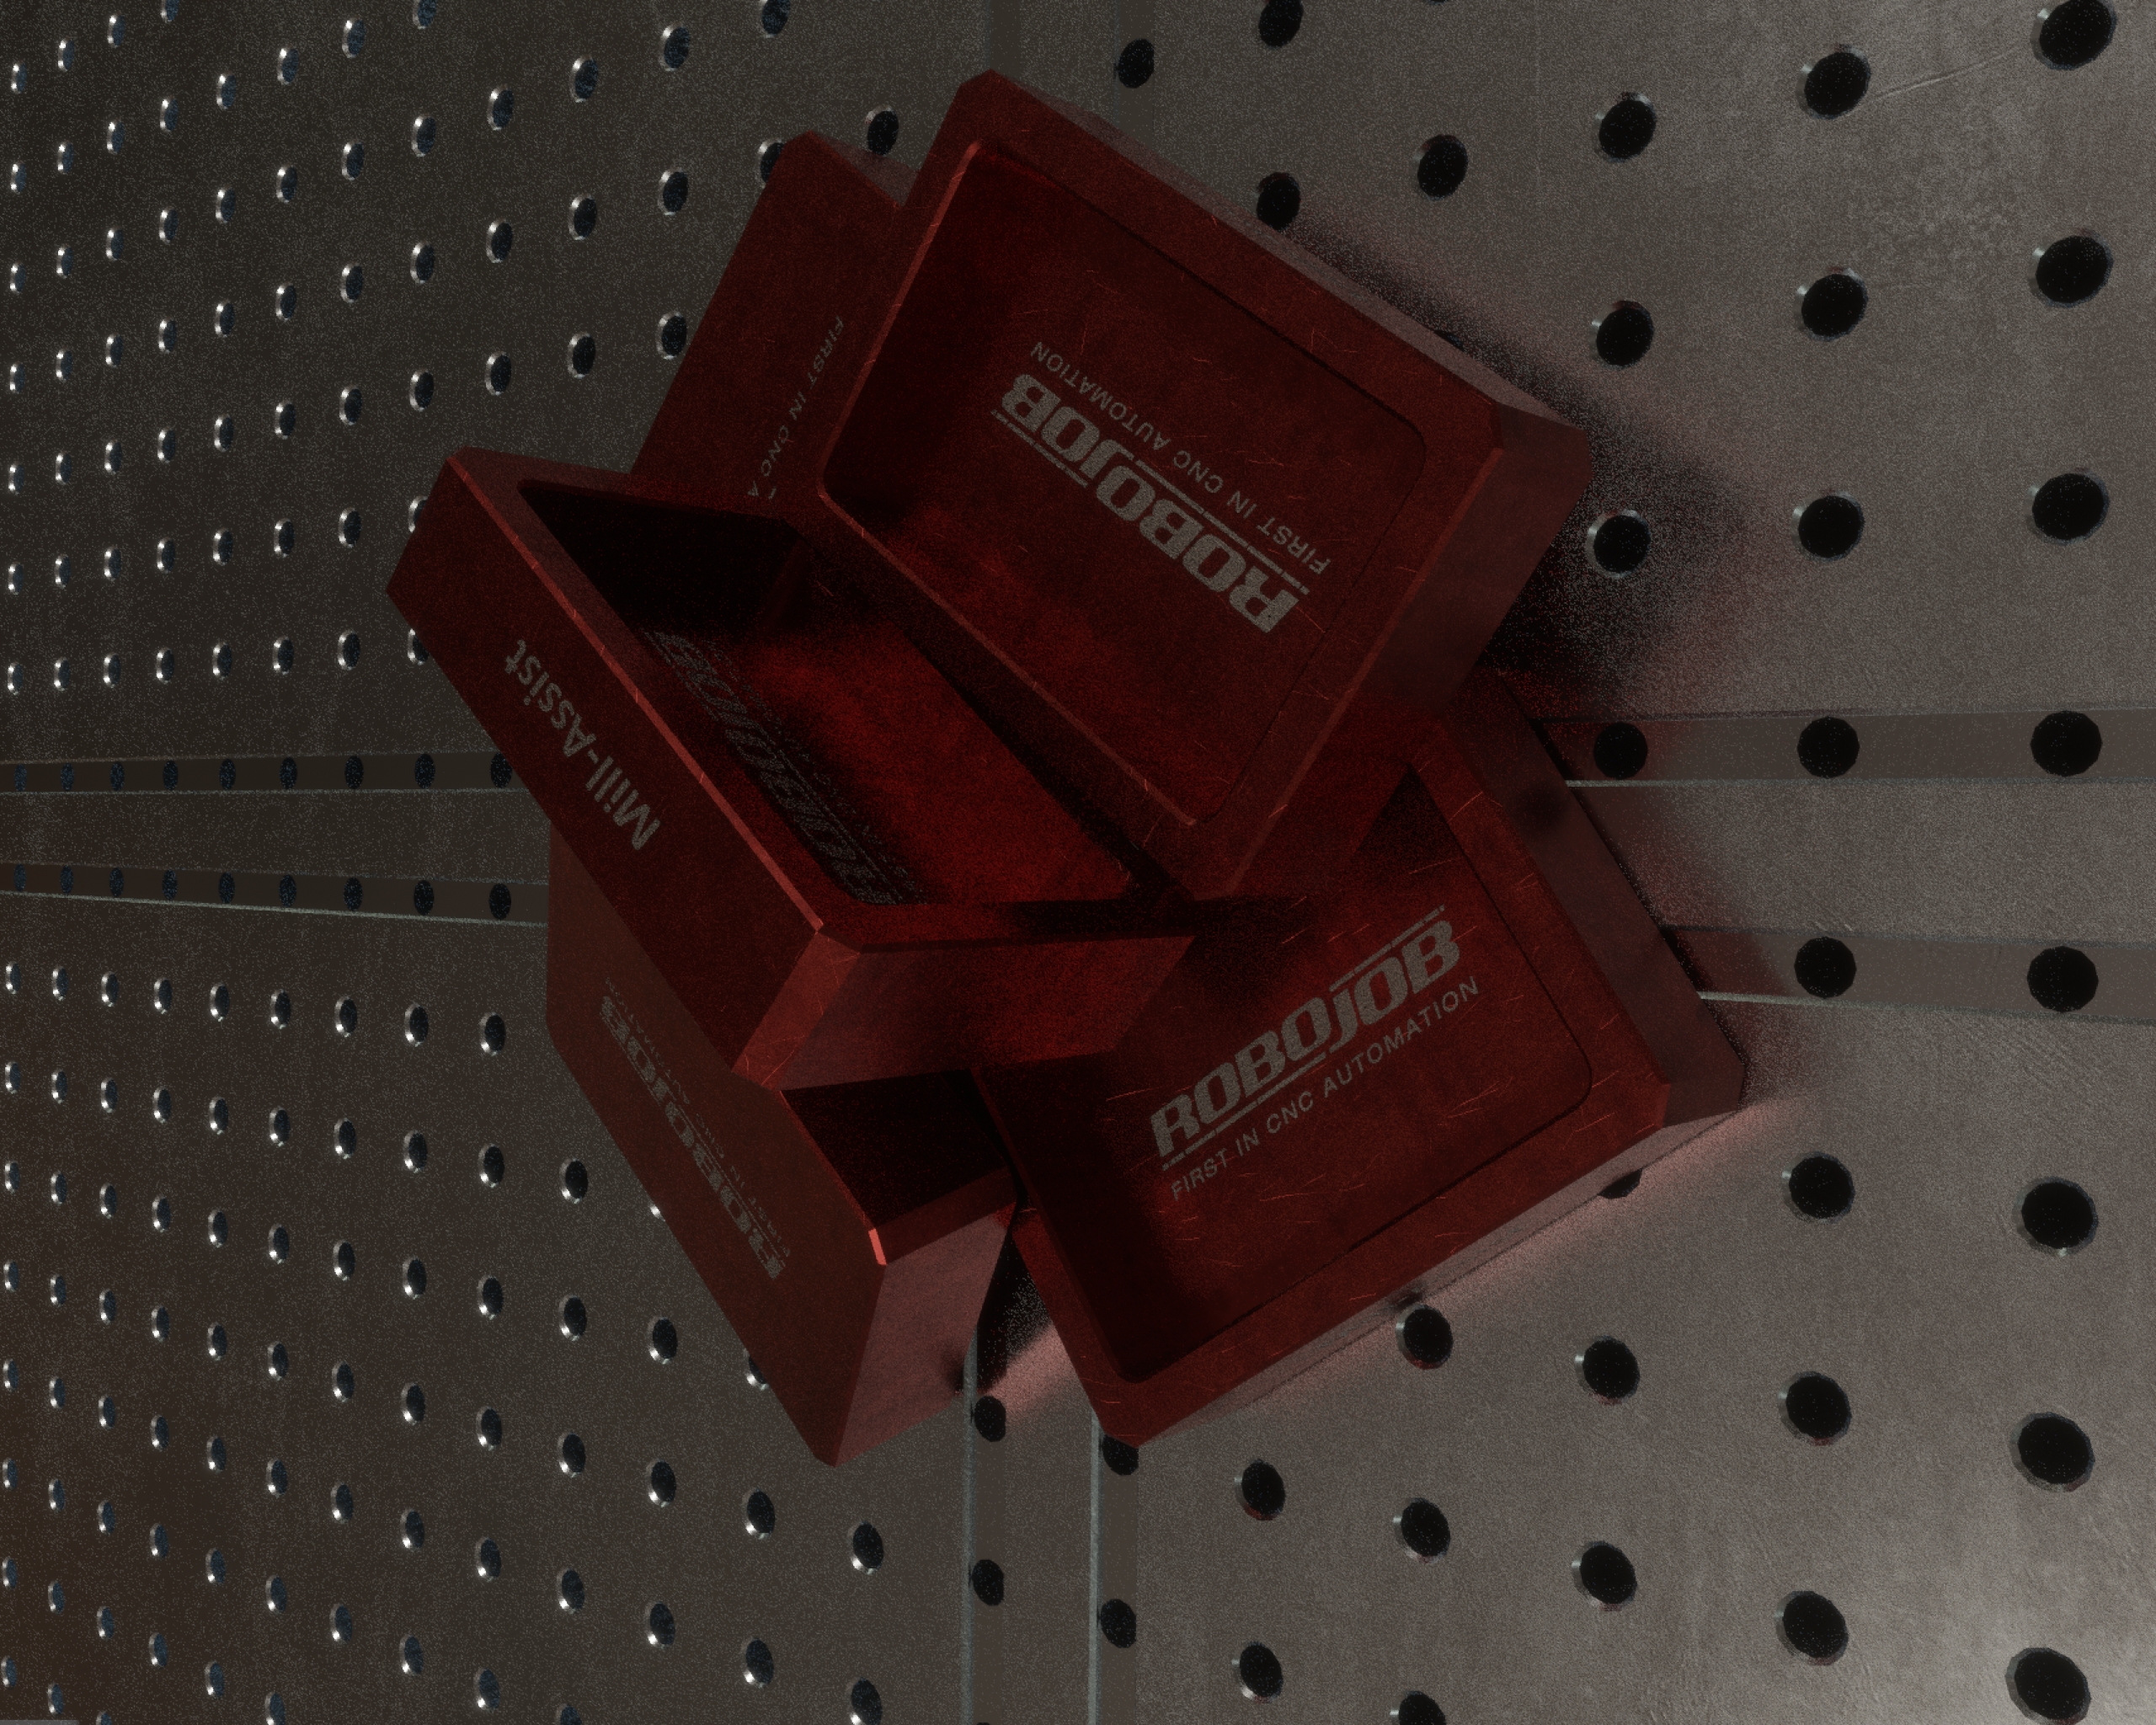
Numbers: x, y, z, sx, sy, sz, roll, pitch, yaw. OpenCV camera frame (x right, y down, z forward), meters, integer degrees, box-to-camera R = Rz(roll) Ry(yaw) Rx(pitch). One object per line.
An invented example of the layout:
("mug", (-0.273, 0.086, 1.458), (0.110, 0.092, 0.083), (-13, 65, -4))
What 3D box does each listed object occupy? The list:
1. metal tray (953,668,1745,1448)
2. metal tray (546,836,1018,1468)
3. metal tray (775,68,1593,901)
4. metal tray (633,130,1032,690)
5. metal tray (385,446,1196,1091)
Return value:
("metal tray", (0.039, 0.035, 0.371), (0.129, 0.030, 0.090), (-41, 66, 32))
("metal tray", (-0.068, 0.049, 0.435), (0.130, 0.030, 0.089), (50, 145, 28))
("metal tray", (0.011, -0.065, 0.356), (0.130, 0.030, 0.089), (44, 116, 31))
("metal tray", (-0.053, -0.076, 0.447), (0.090, 0.030, 0.129), (46, 117, 30))
("metal tray", (-0.050, -0.019, 0.366), (0.130, 0.091, 0.030), (48, 119, 29))
